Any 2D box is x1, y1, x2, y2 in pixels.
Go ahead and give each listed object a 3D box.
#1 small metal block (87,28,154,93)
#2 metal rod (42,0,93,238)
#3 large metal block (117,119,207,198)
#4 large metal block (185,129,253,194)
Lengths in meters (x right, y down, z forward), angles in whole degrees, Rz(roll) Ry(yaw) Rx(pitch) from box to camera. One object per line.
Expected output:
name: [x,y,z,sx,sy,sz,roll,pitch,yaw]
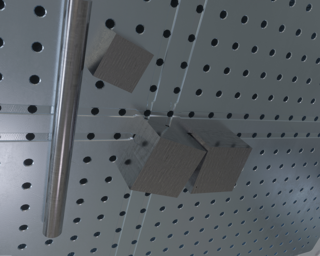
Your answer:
small metal block: [-0.043,-0.073,0.342,0.050,0.025,0.050,22,107,-36]
metal rod: [-0.111,0.008,0.355,0.025,0.025,0.298,0,118,-29]
large metal block: [0.002,0.043,0.423,0.080,0.050,0.080,19,108,-36]
large metal block: [0.080,0.050,0.470,0.081,0.050,0.079,4,117,-30]
